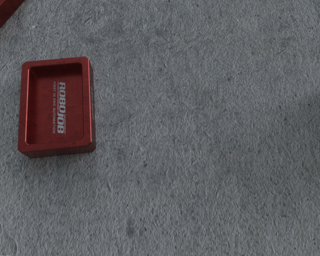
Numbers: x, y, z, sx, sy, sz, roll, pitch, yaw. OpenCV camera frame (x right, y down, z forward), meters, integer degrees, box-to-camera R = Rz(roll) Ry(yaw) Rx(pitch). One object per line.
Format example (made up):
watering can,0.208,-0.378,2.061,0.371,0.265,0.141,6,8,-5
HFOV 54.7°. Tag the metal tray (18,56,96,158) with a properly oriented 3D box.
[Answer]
metal tray,-0.136,-0.029,0.414,0.091,0.030,0.130,-6,70,-2

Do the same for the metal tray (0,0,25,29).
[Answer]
metal tray,-0.287,-0.211,0.480,0.130,0.030,0.090,27,72,9
